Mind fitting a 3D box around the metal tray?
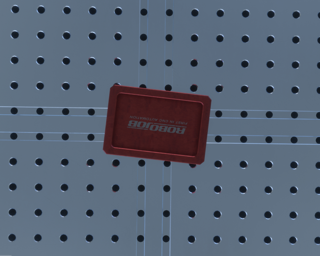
[{"bbox_3d":[-0.003,-0.004,0.410,0.131,0.030,0.089,7,90,-1],"label":"metal tray"}]
